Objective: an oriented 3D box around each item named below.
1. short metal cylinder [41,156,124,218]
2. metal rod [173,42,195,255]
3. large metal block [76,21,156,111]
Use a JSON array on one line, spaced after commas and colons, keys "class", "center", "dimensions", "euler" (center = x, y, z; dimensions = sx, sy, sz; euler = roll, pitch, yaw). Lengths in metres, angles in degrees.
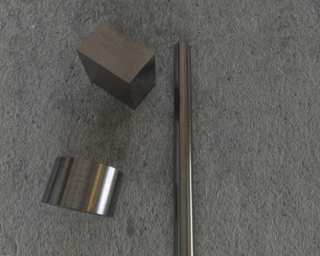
[{"class": "short metal cylinder", "center": [-0.086, 0.069, 0.353], "dimensions": [0.080, 0.080, 0.050], "euler": [11, 71, 4]}, {"class": "metal rod", "center": [0.030, 0.023, 0.399], "dimensions": [0.025, 0.025, 0.299], "euler": [1, 70, 0]}, {"class": "large metal block", "center": [-0.053, -0.078, 0.407], "dimensions": [0.080, 0.080, 0.050], "euler": [34, 74, 11]}]
